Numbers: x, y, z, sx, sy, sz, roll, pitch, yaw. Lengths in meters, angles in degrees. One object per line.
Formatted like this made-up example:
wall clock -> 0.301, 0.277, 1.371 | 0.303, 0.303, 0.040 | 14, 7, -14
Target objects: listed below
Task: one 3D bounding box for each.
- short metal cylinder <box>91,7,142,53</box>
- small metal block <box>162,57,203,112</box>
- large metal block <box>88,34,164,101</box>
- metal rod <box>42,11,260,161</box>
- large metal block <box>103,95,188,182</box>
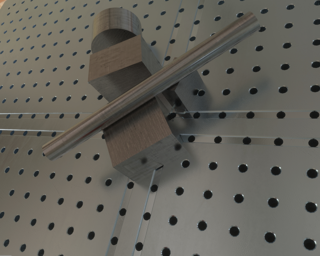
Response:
short metal cylinder -> -0.068, -0.143, 0.497 | 0.080, 0.080, 0.050 | -18, 55, 18
small metal block -> 0.029, -0.058, 0.412 | 0.025, 0.050, 0.050 | 15, 69, 34
large metal block -> -0.044, -0.074, 0.442 | 0.080, 0.080, 0.050 | -17, 55, 18
metal rod -> -0.016, -0.047, 0.381 | 0.300, 0.025, 0.025 | -32, 52, 7
large metal block -> -0.023, 0.009, 0.399 | 0.080, 0.050, 0.080 | -30, 52, 9
